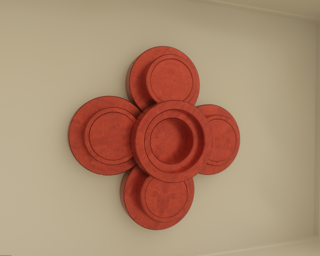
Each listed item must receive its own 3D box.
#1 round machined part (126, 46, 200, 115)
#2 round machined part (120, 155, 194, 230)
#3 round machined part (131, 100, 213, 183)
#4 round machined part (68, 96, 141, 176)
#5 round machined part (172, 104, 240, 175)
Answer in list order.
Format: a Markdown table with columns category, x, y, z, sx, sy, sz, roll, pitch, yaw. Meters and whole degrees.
| category | x | y | z | sx | sy | sz | roll | pitch | yaw |
| --- | --- | --- | --- | --- | --- | --- | --- | --- | --- |
| round machined part | 0.008 | -0.058 | 0.401 | 0.099 | 0.042 | 0.097 | 0 | 90 | -20 |
| round machined part | 0.001 | 0.083 | 0.400 | 0.099 | 0.042 | 0.097 | 1 | 88 | -21 |
| round machined part | 0.011 | 0.016 | 0.381 | 0.099 | 0.042 | 0.097 | 0 | 90 | -20 |
| round machined part | -0.060 | 0.009 | 0.377 | 0.099 | 0.042 | 0.097 | 0 | 90 | -20 |
| round machined part | 0.069 | 0.016 | 0.424 | 0.099 | 0.042 | 0.097 | 0 | 90 | -20 |
